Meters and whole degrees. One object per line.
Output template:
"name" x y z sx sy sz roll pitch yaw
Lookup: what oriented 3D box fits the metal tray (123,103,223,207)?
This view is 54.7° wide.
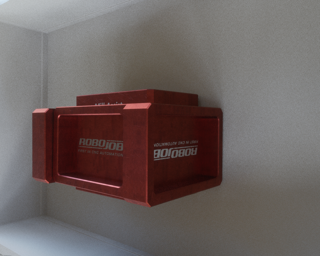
"metal tray" 0.020 0.022 0.319 0.030 0.131 0.089 1 91 40

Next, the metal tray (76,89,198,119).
"metal tray" -0.030 -0.026 0.385 0.130 0.091 0.030 1 91 40

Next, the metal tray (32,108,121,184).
"metal tray" -0.104 0.020 0.423 0.030 0.131 0.089 1 91 40

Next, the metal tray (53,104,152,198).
"metal tray" -0.068 0.021 0.340 0.130 0.030 0.089 1 90 40

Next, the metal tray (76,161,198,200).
"metal tray" -0.030 0.063 0.386 0.130 0.091 0.030 1 90 40
